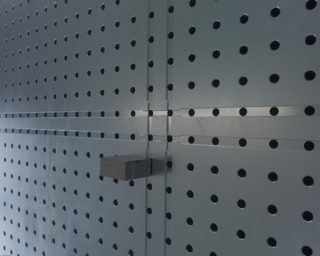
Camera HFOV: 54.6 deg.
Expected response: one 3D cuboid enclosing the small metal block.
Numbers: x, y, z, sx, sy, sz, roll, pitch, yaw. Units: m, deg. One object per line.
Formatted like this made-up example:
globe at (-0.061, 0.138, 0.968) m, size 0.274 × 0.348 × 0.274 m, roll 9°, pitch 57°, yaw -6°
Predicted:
small metal block at (-0.048, 0.055, 0.434) m, size 0.050 × 0.050 × 0.025 m, roll 3°, pitch 92°, yaw 40°
